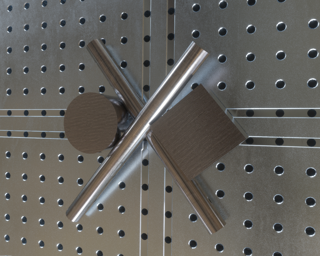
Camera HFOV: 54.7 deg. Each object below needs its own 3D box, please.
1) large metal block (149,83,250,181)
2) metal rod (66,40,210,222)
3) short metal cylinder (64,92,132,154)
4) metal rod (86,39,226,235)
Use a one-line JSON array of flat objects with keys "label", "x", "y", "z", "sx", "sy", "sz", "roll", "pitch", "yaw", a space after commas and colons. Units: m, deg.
[{"label": "large metal block", "x": 0.049, "y": 0.005, "z": 0.377, "sx": 0.080, "sy": 0.050, "sz": 0.080, "roll": -40, "pitch": 78, "yaw": 15}, {"label": "metal rod", "x": -0.040, "y": 0.018, "z": 0.400, "sx": 0.025, "sy": 0.025, "sz": 0.299, "roll": 44, "pitch": 112, "yaw": 14}, {"label": "short metal cylinder", "x": -0.082, "y": -0.007, "z": 0.424, "sx": 0.080, "sy": 0.050, "sz": 0.079, "roll": 0, "pitch": 90, "yaw": 20}, {"label": "metal rod", "x": -0.011, "y": 0.003, "z": 0.412, "sx": 0.025, "sy": 0.025, "sz": 0.299, "roll": -37, "pitch": 78, "yaw": 16}]
